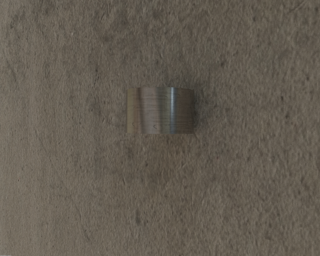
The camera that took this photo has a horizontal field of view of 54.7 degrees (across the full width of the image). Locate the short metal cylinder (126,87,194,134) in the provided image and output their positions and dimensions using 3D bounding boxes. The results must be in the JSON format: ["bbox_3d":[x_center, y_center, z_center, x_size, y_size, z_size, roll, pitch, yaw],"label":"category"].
[{"bbox_3d":[0.000,-0.019,0.367,0.080,0.081,0.050,1,91,39],"label":"short metal cylinder"}]
